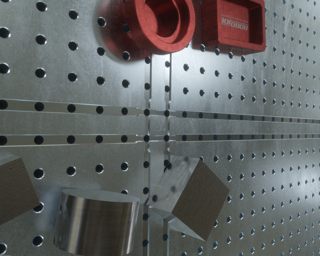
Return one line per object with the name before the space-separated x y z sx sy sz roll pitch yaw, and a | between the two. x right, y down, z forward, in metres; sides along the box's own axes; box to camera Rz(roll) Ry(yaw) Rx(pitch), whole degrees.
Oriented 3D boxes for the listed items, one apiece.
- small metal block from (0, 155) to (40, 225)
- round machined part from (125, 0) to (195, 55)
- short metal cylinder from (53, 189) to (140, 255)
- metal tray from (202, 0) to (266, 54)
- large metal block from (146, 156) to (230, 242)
small metal block | -0.147 0.059 0.286 0.050 0.025 0.050 -26 106 -37
round machined part | -0.004 -0.141 0.394 0.099 0.042 0.097 0 90 -40
short metal cylinder | -0.064 0.094 0.320 0.081 0.080 0.050 13 82 -39
metal tray | 0.124 -0.175 0.509 0.131 0.030 0.089 -4 93 -40
large metal block | 0.041 0.095 0.427 0.080 0.050 0.080 46 62 -30
